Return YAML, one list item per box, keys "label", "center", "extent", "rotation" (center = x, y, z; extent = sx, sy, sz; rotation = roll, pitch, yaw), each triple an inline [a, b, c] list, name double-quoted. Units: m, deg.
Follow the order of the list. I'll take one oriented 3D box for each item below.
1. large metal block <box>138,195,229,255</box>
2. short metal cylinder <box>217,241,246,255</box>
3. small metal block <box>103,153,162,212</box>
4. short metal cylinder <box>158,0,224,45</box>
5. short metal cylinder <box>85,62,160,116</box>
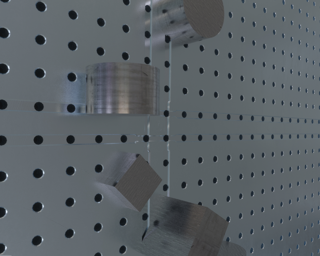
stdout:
- label: "large metal block"
  center: [0.030, 0.141, 0.399]
  extent: [0.050, 0.080, 0.080]
  rotation: [41, 65, -33]
- label: "short metal cylinder"
  center: [0.082, 0.199, 0.443]
  extent: [0.081, 0.080, 0.050]
  rotation: [1, 90, -40]
- label: "small metal block"
  center: [-0.032, 0.066, 0.383]
  extent: [0.050, 0.025, 0.050]
  rotation: [-52, 121, -27]
- label: "short metal cylinder"
  center: [0.044, -0.160, 0.429]
  extent: [0.081, 0.050, 0.079]
  rotation: [0, 90, -40]
- label: "short metal cylinder"
  center: [-0.040, -0.039, 0.340]
  extent: [0.081, 0.080, 0.050]
  rotation: [0, 90, -40]
